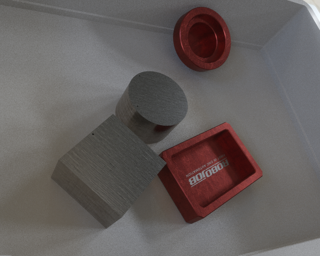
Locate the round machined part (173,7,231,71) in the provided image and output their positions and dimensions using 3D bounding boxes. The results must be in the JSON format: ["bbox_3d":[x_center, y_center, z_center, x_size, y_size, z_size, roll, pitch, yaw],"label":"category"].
[{"bbox_3d":[0.063,-0.139,0.499,0.099,0.042,0.097,0,89,-29],"label":"round machined part"}]

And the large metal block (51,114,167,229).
[{"bbox_3d":[-0.054,0.046,0.334,0.080,0.050,0.080,43,51,1],"label":"large metal block"}]

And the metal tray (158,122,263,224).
[{"bbox_3d":[0.065,0.053,0.406,0.131,0.030,0.090,-22,74,-36],"label":"metal tray"}]

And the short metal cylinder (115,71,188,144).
[{"bbox_3d":[-0.011,-0.026,0.401,0.081,0.050,0.080,14,56,-21],"label":"short metal cylinder"}]
